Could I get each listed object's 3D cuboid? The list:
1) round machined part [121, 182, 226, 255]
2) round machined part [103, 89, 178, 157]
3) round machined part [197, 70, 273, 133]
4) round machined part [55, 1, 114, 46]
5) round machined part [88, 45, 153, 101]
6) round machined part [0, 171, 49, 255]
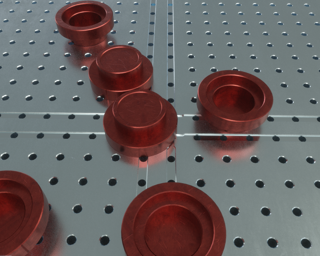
[{"bbox_3d":[0.013,0.107,0.307,0.099,0.042,0.098,0,50,0],"label":"round machined part"},{"bbox_3d":[-0.026,-0.013,0.408,0.099,0.042,0.098,0,50,0],"label":"round machined part"},{"bbox_3d":[0.099,-0.032,0.424,0.099,0.042,0.098,0,50,0],"label":"round machined part"},{"bbox_3d":[-0.130,-0.182,0.549,0.099,0.042,0.098,0,50,0],"label":"round machined part"},{"bbox_3d":[-0.060,-0.090,0.472,0.099,0.042,0.098,0,50,0],"label":"round machined part"},{"bbox_3d":[-0.163,0.096,0.316,0.099,0.042,0.098,0,50,0],"label":"round machined part"}]
